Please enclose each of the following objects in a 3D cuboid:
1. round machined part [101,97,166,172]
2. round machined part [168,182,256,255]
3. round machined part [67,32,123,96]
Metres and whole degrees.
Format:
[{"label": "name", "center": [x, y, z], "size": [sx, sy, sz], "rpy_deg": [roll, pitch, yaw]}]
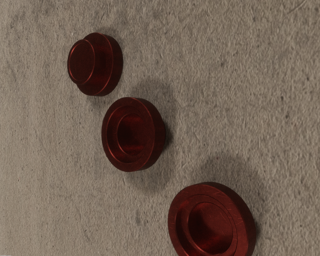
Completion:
[{"label": "round machined part", "center": [-0.031, 0.008, 0.417], "size": [0.098, 0.042, 0.097], "rpy_deg": [0, 90, 39]}, {"label": "round machined part", "center": [0.060, 0.108, 0.343], "size": [0.098, 0.042, 0.097], "rpy_deg": [0, 90, 39]}, {"label": "round machined part", "center": [-0.106, -0.099, 0.479], "size": [0.098, 0.042, 0.097], "rpy_deg": [0, 90, 39]}]
